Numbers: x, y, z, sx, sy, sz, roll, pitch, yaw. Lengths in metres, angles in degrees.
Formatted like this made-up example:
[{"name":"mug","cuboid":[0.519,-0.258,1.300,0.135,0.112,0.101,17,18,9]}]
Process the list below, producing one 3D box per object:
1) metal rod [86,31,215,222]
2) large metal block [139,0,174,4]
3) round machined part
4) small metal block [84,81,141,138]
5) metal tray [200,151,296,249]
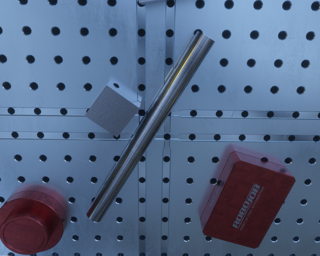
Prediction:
[{"name":"metal rod","cuboid":[-0.021,0.010,0.416,0.025,0.025,0.298,29,107,-11]},{"name":"large metal block","cuboid":[0.016,-0.163,0.324,0.080,0.080,0.050,-8,110,2]},{"name":"round machined part","cuboid":[-0.192,0.146,0.455,0.099,0.042,0.097,0,110,-1]},{"name":"small metal block","cuboid":[-0.061,-0.024,0.404,0.050,0.025,0.050,35,106,-13]},{"name":"metal tray","cuboid":[0.124,0.107,0.452,0.091,0.030,0.129,18,109,-7]}]
